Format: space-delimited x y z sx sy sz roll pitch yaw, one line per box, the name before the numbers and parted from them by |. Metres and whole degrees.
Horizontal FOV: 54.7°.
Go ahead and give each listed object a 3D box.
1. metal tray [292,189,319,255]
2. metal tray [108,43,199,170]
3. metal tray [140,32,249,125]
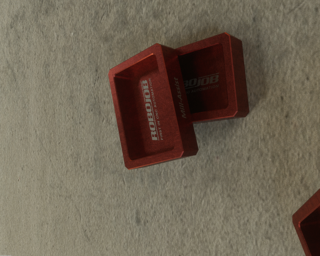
metal tray | 0.143 0.082 0.214 0.129 0.030 0.090 87 174 -56
metal tray | -0.012 -0.022 0.369 0.090 0.030 0.129 -19 78 38
metal tray | 0.035 -0.050 0.370 0.130 0.030 0.089 -8 85 39
